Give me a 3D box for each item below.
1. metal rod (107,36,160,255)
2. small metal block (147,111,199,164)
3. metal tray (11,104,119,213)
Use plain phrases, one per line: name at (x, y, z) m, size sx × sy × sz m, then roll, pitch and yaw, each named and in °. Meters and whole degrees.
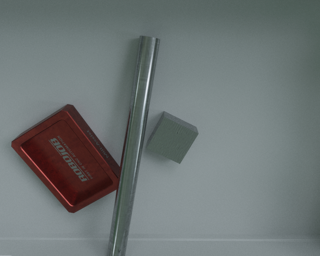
metal rod at (-0.037, 0.036, 0.399) m, size 0.025 × 0.025 × 0.298 m, roll 9°, pitch 101°, yaw -4°
small metal block at (0.016, 0.013, 0.416) m, size 0.050 × 0.025 × 0.050 m, roll 26°, pitch 108°, yaw -10°
metal tray at (-0.122, 0.044, 0.423) m, size 0.090 × 0.030 × 0.130 m, roll -30°, pitch 108°, yaw 10°
